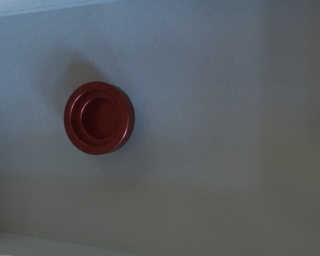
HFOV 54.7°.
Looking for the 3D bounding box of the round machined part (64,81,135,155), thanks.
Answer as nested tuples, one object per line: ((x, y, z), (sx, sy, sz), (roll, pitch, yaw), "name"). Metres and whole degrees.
((-0.079, -0.013, 0.428), (0.098, 0.042, 0.097), (0, 90, 19), "round machined part")
